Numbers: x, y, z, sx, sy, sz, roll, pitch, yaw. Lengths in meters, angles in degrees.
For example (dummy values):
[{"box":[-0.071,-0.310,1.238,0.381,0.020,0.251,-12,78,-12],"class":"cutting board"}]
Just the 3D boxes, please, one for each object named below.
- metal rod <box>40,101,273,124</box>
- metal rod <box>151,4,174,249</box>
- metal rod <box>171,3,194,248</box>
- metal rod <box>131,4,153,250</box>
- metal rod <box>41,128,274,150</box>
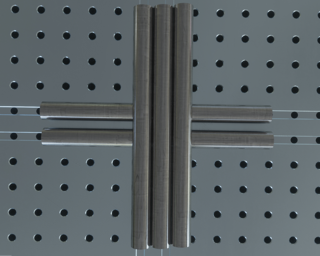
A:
[{"box":[-0.004,-0.021,0.413,0.302,0.025,0.025,1,90,-1],"class":"metal rod"},{"box":[0.003,-0.002,0.389,0.025,0.025,0.298,1,90,-1],"class":"metal rod"},{"box":[0.028,-0.003,0.389,0.025,0.025,0.298,1,90,-1],"class":"metal rod"},{"box":[-0.022,-0.001,0.388,0.025,0.025,0.298,1,90,-1],"class":"metal rod"},{"box":[-0.002,0.014,0.414,0.302,0.025,0.025,1,90,-1],"class":"metal rod"}]
